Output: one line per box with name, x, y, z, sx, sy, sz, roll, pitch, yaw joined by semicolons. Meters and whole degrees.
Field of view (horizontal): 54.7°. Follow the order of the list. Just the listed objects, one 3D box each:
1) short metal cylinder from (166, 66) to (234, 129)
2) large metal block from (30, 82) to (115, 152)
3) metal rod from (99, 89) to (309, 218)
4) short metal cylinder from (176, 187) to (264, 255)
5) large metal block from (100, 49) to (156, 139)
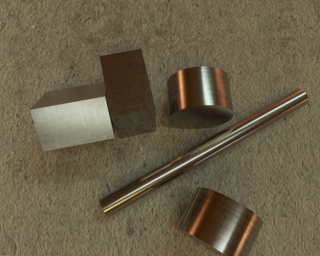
short metal cylinder;0.050;-0.035;0.392;0.081;0.080;0.050;-2;70;-1
large metal block;-0.100;-0.018;0.378;0.081;0.080;0.050;-11;111;-4
metal rod;0.063;0.027;0.398;0.302;0.025;0.025;-28;73;-10
short metal cylinder;0.065;0.108;0.340;0.080;0.080;0.050;29;73;10
large metal block;-0.038;-0.040;0.393;0.050;0.080;0.080;-12;71;-5
